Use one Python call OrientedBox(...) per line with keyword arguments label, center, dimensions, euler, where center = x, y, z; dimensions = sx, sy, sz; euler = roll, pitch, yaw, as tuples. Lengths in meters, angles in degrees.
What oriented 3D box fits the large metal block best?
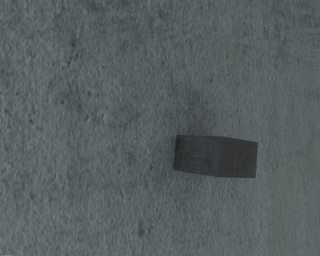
OrientedBox(label="large metal block", center=(0.077, 0.039, 0.433), dimensions=(0.081, 0.080, 0.050), euler=(9, 84, -40))
